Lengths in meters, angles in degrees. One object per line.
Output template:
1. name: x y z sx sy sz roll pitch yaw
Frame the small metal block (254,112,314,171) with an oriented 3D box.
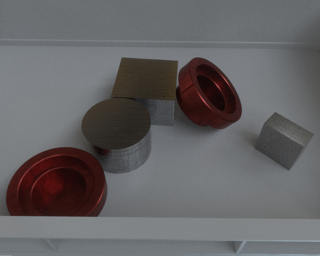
1. small metal block: 0.149 0.016 0.377 0.050 0.050 0.025 36 59 26

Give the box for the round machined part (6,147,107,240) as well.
1. round machined part: -0.106 0.072 0.332 0.099 0.042 0.098 0 50 0

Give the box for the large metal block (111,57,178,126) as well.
1. large metal block: -0.018 -0.051 0.432 0.080 0.050 0.080 4 50 3

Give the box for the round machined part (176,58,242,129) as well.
1. round machined part: 0.059 -0.041 0.408 0.098 0.042 0.098 27 44 -30

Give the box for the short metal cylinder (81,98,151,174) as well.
1. short metal cylinder: -0.051 0.009 0.381 0.081 0.050 0.080 0 50 0
